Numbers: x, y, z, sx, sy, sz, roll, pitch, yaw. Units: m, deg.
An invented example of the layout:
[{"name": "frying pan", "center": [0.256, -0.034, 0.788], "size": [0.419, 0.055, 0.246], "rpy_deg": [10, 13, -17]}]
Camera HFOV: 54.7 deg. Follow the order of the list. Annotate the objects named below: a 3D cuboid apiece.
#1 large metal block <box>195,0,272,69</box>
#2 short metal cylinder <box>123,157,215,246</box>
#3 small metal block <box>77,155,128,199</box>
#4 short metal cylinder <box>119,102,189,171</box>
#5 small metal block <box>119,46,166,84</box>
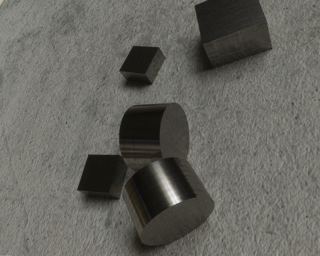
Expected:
[{"name": "large metal block", "center": [0.098, -0.138, 0.421], "size": [0.080, 0.050, 0.080], "rpy_deg": [-17, 55, 18]}, {"name": "short metal cylinder", "center": [0.008, 0.076, 0.318], "size": [0.080, 0.080, 0.050], "rpy_deg": [-35, 51, 5]}, {"name": "small metal block", "center": [-0.073, 0.063, 0.404], "size": [0.050, 0.025, 0.050], "rpy_deg": [-2, 61, 27]}, {"name": "short metal cylinder", "center": [-0.004, 0.011, 0.364], "size": [0.050, 0.080, 0.080], "rpy_deg": [-2, 61, 27]}, {"name": "small metal block", "center": [-0.027, -0.098, 0.478], "size": [0.050, 0.025, 0.050], "rpy_deg": [13, 68, 33]}]
